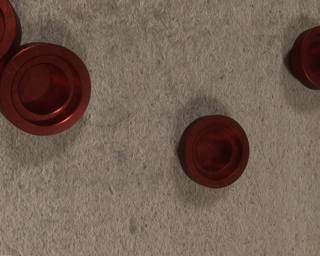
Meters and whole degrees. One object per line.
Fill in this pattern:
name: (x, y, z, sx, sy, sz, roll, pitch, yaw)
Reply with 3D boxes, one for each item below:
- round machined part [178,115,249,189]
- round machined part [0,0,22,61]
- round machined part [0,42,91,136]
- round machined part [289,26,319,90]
round machined part: (0.070, 0.031, 0.427, 0.099, 0.042, 0.097, 0, 90, -21)
round machined part: (-0.196, -0.099, 0.321, 0.099, 0.042, 0.097, 1, 84, -11)
round machined part: (-0.130, -0.044, 0.339, 0.099, 0.042, 0.097, -18, 118, -39)
round machined part: (0.247, -0.109, 0.493, 0.099, 0.042, 0.097, 0, 90, -21)
